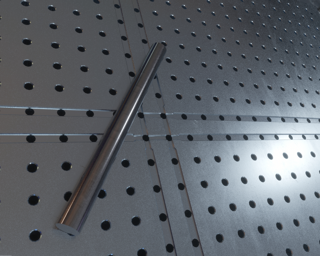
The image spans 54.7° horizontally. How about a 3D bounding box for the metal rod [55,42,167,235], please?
[{"bbox_3d":[-0.046,-0.012,0.392,0.025,0.025,0.300,29,52,-10],"label":"metal rod"}]
